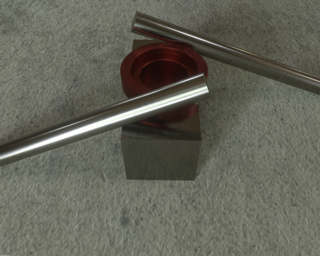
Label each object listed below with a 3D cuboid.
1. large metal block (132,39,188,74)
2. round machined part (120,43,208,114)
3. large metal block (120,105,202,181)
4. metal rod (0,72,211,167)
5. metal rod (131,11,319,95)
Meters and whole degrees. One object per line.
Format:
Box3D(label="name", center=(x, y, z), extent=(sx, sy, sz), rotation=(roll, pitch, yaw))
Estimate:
Box3D(label="large metal block", center=(0.004, -0.074, 0.431), extent=(0.081, 0.080, 0.050), rotation=(1, 50, 0))
Box3D(label="round machined part", center=(0.005, -0.054, 0.363), extent=(0.099, 0.042, 0.098), rotation=(0, 50, 0))
Box3D(label="large metal block", center=(0.001, 0.018, 0.354), extent=(0.081, 0.080, 0.050), rotation=(1, 50, 0))
Box3D(label="metal rod", center=(-0.094, 0.003, 0.329), extent=(0.301, 0.025, 0.025), rotation=(-18, 49, 14))
Box3D(label="metal rod", center=(0.109, -0.092, 0.414), extent=(0.302, 0.025, 0.025), rotation=(14, 48, -18))
